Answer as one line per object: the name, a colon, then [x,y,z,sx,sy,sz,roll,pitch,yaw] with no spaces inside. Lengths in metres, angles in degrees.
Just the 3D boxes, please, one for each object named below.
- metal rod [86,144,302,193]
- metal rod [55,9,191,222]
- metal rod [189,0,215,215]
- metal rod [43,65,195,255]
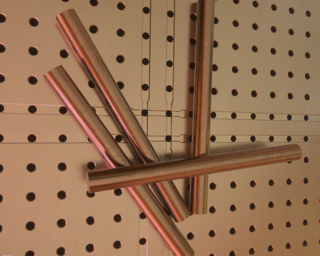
metal rod: [0.059,0.049,0.406,0.302,0.025,0.025,-5,92,-20]
metal rod: [-0.041,-0.008,0.397,0.025,0.025,0.299,-32,101,-17]
metal rod: [0.059,-0.032,0.433,0.025,0.025,0.298,3,89,-20]
metal rod: [-0.045,0.054,0.395,0.025,0.025,0.299,-37,102,-16]
